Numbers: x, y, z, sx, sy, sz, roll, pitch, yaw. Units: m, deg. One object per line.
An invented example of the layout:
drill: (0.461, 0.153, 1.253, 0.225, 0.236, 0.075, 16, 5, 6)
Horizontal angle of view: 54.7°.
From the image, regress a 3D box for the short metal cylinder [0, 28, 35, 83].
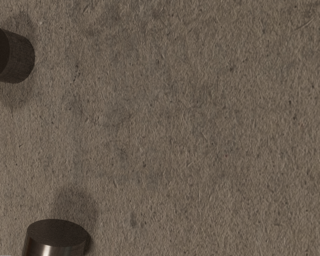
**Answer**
short metal cylinder: (-0.245, -0.112, 0.480, 0.080, 0.050, 0.079, 0, 90, 19)

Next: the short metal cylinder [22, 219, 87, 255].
short metal cylinder: (-0.147, 0.168, 0.430, 0.080, 0.080, 0.050, 15, 95, 19)
